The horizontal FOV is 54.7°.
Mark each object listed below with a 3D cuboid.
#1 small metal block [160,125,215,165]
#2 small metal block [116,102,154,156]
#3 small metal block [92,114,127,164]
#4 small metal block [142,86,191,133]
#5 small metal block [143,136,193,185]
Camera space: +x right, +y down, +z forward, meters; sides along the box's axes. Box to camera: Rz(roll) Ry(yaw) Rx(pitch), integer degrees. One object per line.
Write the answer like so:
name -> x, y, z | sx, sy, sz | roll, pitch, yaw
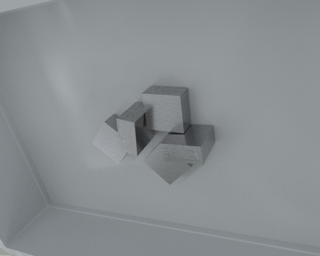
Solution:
small metal block -> 0.035, 0.019, 0.381 | 0.050, 0.050, 0.025 | 3, 120, 26
small metal block -> -0.031, 0.000, 0.405 | 0.025, 0.050, 0.050 | 12, 123, 21
small metal block -> -0.063, 0.016, 0.448 | 0.050, 0.025, 0.050 | 39, 129, 1
small metal block -> 0.009, -0.023, 0.386 | 0.050, 0.025, 0.050 | 6, 121, 24
small metal block -> 0.014, 0.042, 0.424 | 0.050, 0.025, 0.050 | 42, 129, -1
